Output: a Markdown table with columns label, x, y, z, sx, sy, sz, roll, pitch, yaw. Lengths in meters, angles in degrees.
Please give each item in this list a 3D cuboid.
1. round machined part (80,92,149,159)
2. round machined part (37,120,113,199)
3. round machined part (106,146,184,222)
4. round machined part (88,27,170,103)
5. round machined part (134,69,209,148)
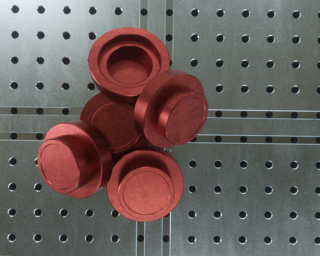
| label | x | y | z | sx | sy | sz | roll | pitch | yaw |
| --- | --- | --- | --- | --- | --- | --- | --- | --- | --- |
| round machined part | -0.057 | -0.003 | 0.403 | 0.099 | 0.042 | 0.097 | 0 | 90 | -1 |
| round machined part | -0.110 | 0.041 | 0.380 | 0.098 | 0.042 | 0.097 | 8 | 106 | 28 |
| round machined part | -0.018 | 0.075 | 0.392 | 0.099 | 0.042 | 0.097 | -1 | 102 | -6 |
| round machined part | -0.038 | -0.075 | 0.393 | 0.099 | 0.042 | 0.098 | 2 | 69 | -5 |
| round machined part | 0.020 | -0.018 | 0.376 | 0.042 | 0.098 | 0.098 | 34 | 90 | 41 |
